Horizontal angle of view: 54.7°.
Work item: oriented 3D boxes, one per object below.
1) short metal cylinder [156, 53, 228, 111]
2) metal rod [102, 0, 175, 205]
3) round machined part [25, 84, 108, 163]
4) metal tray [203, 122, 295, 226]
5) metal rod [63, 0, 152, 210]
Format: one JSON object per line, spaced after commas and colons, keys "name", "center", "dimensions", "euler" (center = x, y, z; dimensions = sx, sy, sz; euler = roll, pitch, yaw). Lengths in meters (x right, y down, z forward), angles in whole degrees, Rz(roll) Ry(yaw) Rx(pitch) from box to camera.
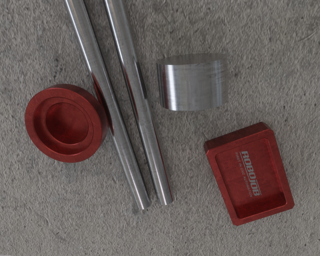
{"name": "short metal cylinder", "center": [0.038, -0.056, 0.360], "dimensions": [0.080, 0.080, 0.050], "euler": [-5, 110, 2]}
{"name": "metal rod", "center": [-0.025, -0.032, 0.397], "dimensions": [0.025, 0.025, 0.298], "euler": [-12, 110, 4]}
{"name": "round machined part", "center": [-0.113, -0.009, 0.391], "dimensions": [0.098, 0.042, 0.097], "euler": [3, 113, 8]}
{"name": "metal tray", "center": [0.125, 0.066, 0.432], "dimensions": [0.090, 0.030, 0.129], "euler": [-21, 109, 7]}
{"name": "metal rod", "center": [-0.063, -0.024, 0.400], "dimensions": [0.025, 0.025, 0.298], "euler": [-14, 110, 5]}
